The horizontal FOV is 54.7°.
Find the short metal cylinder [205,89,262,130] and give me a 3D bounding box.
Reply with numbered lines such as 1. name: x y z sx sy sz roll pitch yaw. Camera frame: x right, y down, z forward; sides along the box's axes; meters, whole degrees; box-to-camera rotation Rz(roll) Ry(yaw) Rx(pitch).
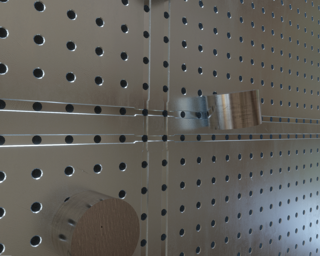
1. short metal cylinder: 0.111 -0.029 0.469 0.081 0.080 0.050 -13 98 -40

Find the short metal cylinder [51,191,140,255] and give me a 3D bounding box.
1. short metal cylinder: -0.069 0.112 0.337 0.081 0.050 0.079 0 90 -40
